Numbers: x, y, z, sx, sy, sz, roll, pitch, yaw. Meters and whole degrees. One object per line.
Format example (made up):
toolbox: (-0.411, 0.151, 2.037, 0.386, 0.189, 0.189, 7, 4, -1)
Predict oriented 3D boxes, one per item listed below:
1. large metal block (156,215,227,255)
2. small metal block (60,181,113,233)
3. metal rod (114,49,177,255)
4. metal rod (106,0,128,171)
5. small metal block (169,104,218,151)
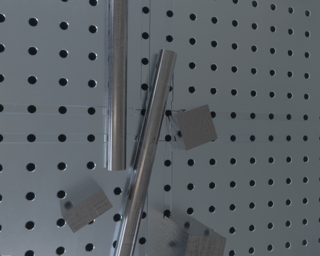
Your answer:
large metal block: (0.034, 0.165, 0.396, 0.050, 0.080, 0.080, 14, 85, -20)
small metal block: (-0.088, 0.092, 0.367, 0.050, 0.050, 0.025, -32, 101, -17)
metal rod: (-0.021, 0.044, 0.404, 0.025, 0.025, 0.298, 14, 85, -20)
metal rod: (-0.054, -0.097, 0.392, 0.025, 0.025, 0.298, 1, 90, -20)
small metal block: (0.046, -0.001, 0.429, 0.050, 0.025, 0.050, -19, 97, -19)
